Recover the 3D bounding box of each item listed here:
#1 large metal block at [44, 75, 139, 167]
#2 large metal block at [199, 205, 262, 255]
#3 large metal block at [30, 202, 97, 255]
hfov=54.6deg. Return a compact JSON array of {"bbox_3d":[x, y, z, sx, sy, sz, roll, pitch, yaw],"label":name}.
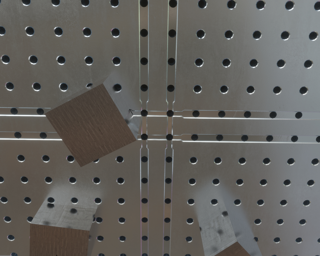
[{"bbox_3d":[-0.083,-0.010,0.396,0.080,0.050,0.080,-26,108,9],"label":"large metal block"},{"bbox_3d":[0.105,0.174,0.449,0.050,0.080,0.080,-38,106,13],"label":"large metal block"},{"bbox_3d":[-0.142,0.163,0.459,0.080,0.050,0.079,8,110,-3],"label":"large metal block"}]
